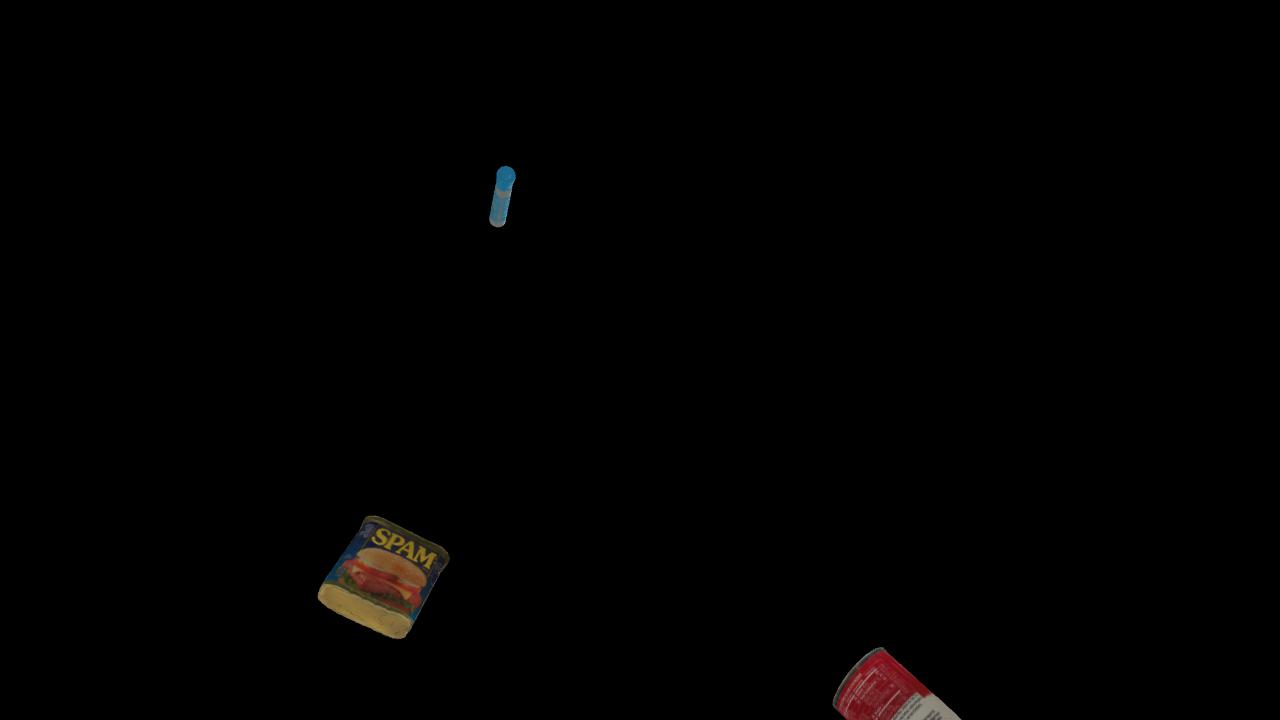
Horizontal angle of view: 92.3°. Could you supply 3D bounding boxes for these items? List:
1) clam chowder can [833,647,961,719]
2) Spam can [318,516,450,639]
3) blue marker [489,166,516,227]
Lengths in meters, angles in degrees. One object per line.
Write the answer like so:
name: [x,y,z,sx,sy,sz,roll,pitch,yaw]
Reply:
clam chowder can: [0.219,0.298,0.501,0.068,0.068,0.102,0,25,-38]
Spam can: [-0.265,0.226,0.640,0.101,0.058,0.085,29,36,-8]
blue marker: [-0.148,-0.173,0.658,0.020,0.020,0.121,0,-10,-17]
